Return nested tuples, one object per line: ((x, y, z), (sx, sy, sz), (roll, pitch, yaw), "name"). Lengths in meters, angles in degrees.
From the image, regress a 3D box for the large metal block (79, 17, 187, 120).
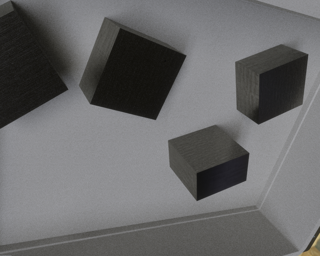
((-0.031, -0.062, 0.338), (0.081, 0.050, 0.079), (13, 112, -34), "large metal block")

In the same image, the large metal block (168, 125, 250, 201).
((0.067, 0.046, 0.440), (0.081, 0.080, 0.050), (-17, 126, -19), "large metal block")

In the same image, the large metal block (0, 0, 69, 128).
((-0.144, -0.055, 0.280), (0.080, 0.050, 0.080), (-32, 129, -8), "large metal block")

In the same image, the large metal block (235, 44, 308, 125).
((0.157, -0.063, 0.442), (0.081, 0.050, 0.080), (-23, 127, -15), "large metal block")
